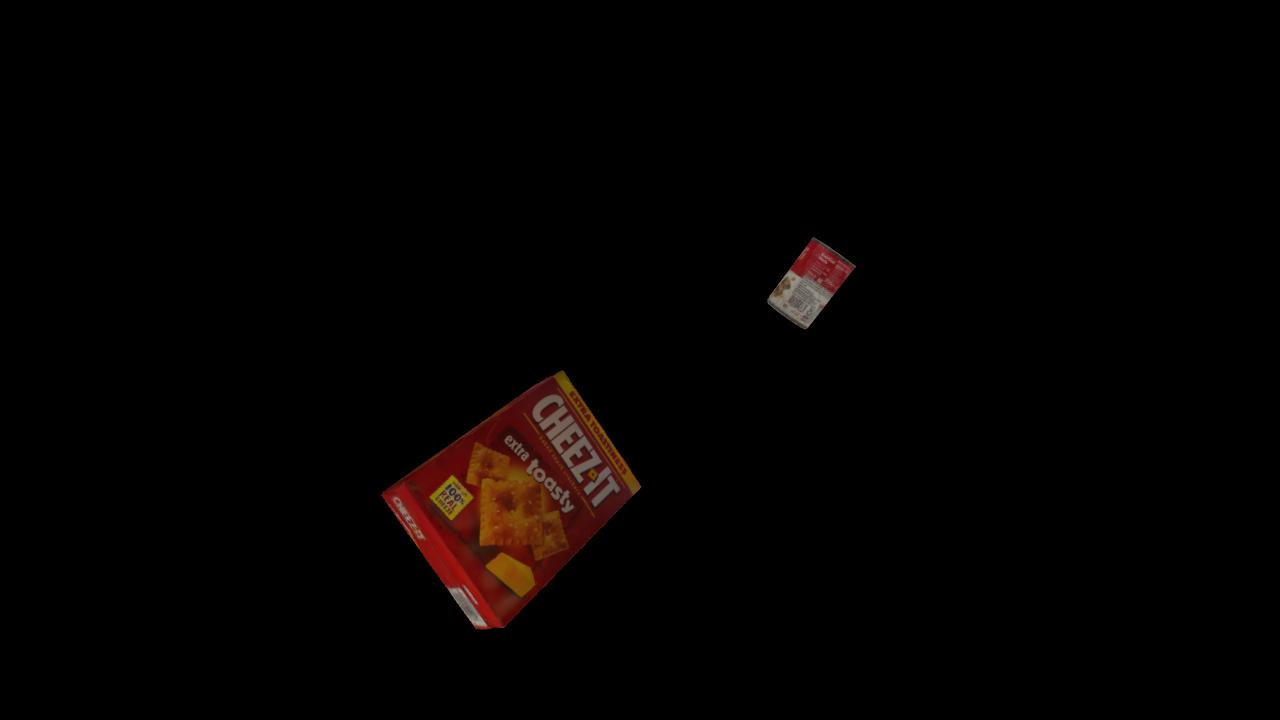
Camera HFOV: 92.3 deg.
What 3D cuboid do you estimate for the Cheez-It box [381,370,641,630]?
[{"bbox_3d":[-0.122,0.136,0.641,0.071,0.166,0.223,-26,8,46],"label":"Cheez-It box"}]

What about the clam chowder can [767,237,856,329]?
[{"bbox_3d":[0.223,-0.099,0.806,0.068,0.102,0.068,32,15,-10],"label":"clam chowder can"}]
